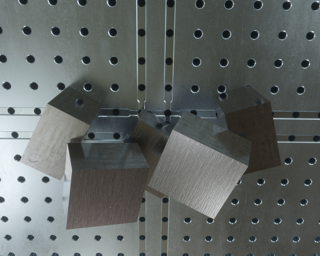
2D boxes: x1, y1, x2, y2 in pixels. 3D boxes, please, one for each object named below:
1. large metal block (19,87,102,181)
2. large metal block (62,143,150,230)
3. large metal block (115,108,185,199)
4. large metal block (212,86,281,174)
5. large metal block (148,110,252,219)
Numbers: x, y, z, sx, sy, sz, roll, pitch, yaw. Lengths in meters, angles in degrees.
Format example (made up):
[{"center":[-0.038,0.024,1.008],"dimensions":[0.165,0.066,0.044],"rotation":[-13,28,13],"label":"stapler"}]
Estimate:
[{"center":[-0.119,0.004,0.383],"dimensions":[0.050,0.080,0.080],"rotation":[28,107,-10],"label":"large metal block"},{"center":[-0.064,0.064,0.353],"dimensions":[0.081,0.050,0.079],"rotation":[1,119,-23],"label":"large metal block"},{"center":[-0.011,0.033,0.411],"dimensions":[0.080,0.050,0.080],"rotation":[31,107,-11],"label":"large metal block"},{"center":[0.105,0.000,0.385],"dimensions":[0.050,0.080,0.080],"rotation":[-15,110,5],"label":"large metal block"},{"center":[0.043,0.040,0.341],"dimensions":[0.080,0.050,0.079],"rotation":[26,122,6],"label":"large metal block"}]
